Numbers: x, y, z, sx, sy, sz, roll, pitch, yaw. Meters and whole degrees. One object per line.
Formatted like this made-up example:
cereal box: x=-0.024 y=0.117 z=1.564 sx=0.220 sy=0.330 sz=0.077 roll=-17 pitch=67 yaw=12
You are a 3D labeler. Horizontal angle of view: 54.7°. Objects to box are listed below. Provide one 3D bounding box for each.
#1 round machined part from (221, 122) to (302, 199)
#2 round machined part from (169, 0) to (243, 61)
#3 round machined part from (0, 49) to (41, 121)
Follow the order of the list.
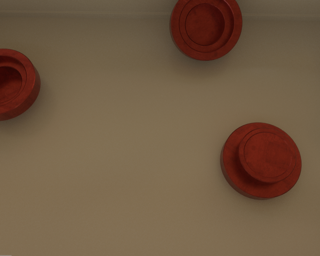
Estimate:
round machined part: x=0.128 y=0.038 z=0.387 sx=0.099 sy=0.042 sz=0.098 roll=0 pitch=70 yaw=0
round machined part: x=0.062 y=-0.145 z=0.439 sx=0.099 sy=0.042 sz=0.097 roll=-1 pitch=103 yaw=-5
round machined part: x=-0.211 y=-0.054 z=0.419 sx=0.099 sy=0.042 sz=0.098 roll=0 pitch=70 yaw=0
